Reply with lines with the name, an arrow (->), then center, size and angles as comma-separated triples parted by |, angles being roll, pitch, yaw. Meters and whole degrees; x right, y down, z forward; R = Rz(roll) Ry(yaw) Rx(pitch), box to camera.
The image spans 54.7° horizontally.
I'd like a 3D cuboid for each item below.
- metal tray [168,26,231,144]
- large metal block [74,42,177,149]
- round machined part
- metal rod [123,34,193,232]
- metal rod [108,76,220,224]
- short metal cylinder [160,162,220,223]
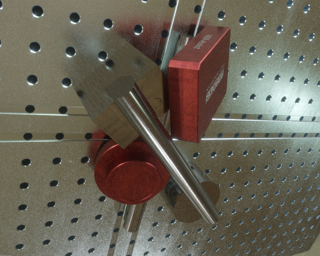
metal tray -> 0.049, -0.054, 0.352 | 0.131, 0.030, 0.089 | -53, 146, -50
large metal block -> -0.037, -0.038, 0.334 | 0.080, 0.080, 0.050 | -41, 130, 0
round machined part -> -0.035, 0.060, 0.399 | 0.099, 0.042, 0.097 | -4, 117, -8
metal rod -> -0.005, 0.023, 0.424 | 0.025, 0.025, 0.298 | 2, 117, -30
metal rod -> 0.024, 0.050, 0.365 | 0.025, 0.025, 0.300 | -37, 138, -4
short metal cylinder -> 0.046, 0.101, 0.485 | 0.081, 0.050, 0.079 | -14, 125, -21
